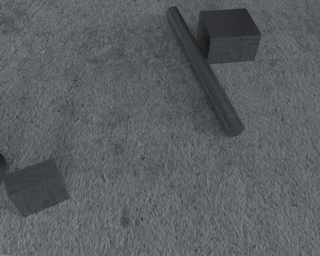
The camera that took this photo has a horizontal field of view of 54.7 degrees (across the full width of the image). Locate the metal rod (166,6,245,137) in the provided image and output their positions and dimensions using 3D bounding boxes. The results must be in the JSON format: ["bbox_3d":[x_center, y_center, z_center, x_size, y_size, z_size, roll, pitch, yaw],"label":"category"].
[{"bbox_3d":[0.061,-0.108,0.494,0.025,0.025,0.300,-11,51,-9],"label":"metal rod"}]

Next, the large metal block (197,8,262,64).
[{"bbox_3d":[0.112,-0.154,0.518,0.081,0.050,0.080,-5,50,-5],"label":"large metal block"}]

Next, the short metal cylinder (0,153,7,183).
[{"bbox_3d":[-0.217,0.040,0.331,0.050,0.080,0.080,36,59,26],"label":"short metal cylinder"}]

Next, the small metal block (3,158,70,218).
[{"bbox_3d":[-0.130,0.064,0.331,0.050,0.050,0.025,-21,53,-17],"label":"small metal block"}]
